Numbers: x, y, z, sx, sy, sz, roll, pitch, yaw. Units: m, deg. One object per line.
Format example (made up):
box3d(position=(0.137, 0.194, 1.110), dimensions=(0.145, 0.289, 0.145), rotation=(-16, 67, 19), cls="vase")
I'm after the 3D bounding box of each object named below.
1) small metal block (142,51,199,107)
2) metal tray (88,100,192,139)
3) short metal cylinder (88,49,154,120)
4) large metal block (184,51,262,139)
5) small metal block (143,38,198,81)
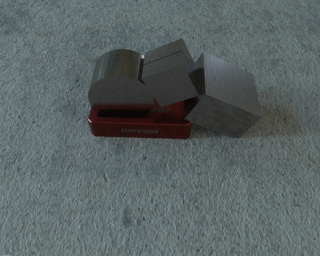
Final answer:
box3d(position=(0.013, -0.056, 0.367), dimensions=(0.050, 0.050, 0.025), rotation=(-16, 45, 21), cls="small metal block")
box3d(position=(-0.024, -0.030, 0.426), dimensions=(0.131, 0.030, 0.090), rotation=(2, 50, 1), cls="metal tray")
box3d(position=(-0.047, -0.053, 0.396), dimensions=(0.081, 0.080, 0.050), rotation=(1, 50, 0), cls="short metal cylinder")
box3d(position=(0.079, -0.042, 0.406), dimensions=(0.080, 0.050, 0.080), rotation=(20, 48, -18), cls="large metal block")
box3d(position=(0.014, -0.076, 0.384), dimensions=(0.050, 0.050, 0.025), rotation=(-16, 45, 21), cls="small metal block")
